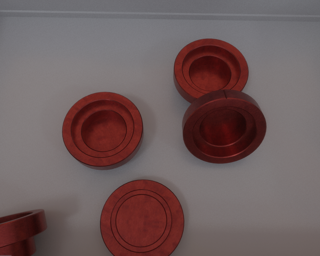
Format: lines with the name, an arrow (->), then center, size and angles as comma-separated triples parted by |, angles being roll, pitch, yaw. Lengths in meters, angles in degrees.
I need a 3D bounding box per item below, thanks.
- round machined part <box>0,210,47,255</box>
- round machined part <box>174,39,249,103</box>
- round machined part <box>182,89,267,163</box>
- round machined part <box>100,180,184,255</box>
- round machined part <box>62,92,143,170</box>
round machined part -> -0.170, 0.120, 0.327 | 0.099, 0.098, 0.042 | -12, 85, -5
round machined part -> 0.068, -0.071, 0.427 | 0.099, 0.042, 0.098 | 0, 69, 0
round machined part -> 0.076, -0.006, 0.384 | 0.099, 0.097, 0.042 | 0, 36, 0
round machined part -> -0.021, 0.108, 0.361 | 0.099, 0.042, 0.098 | 0, 70, -1
round machined part -> -0.070, 0.006, 0.398 | 0.099, 0.042, 0.098 | 0, 70, -1
